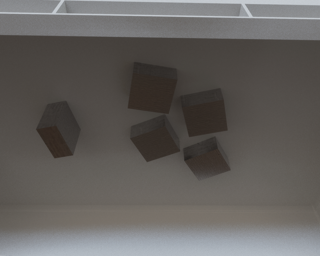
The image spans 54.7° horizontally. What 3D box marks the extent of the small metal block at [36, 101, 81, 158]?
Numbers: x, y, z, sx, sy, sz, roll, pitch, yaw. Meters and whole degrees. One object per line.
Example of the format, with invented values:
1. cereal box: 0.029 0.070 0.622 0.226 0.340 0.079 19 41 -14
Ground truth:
1. small metal block: -0.126 0.002 0.392 0.025 0.050 0.050 -10 130 8

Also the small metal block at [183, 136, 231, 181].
1. small metal block: 0.068 0.045 0.449 0.050 0.025 0.050 -23 127 18

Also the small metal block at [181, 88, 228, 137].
1. small metal block: 0.057 -0.019 0.394 0.050 0.025 0.050 -11 130 8

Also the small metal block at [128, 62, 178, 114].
1. small metal block: -0.010 -0.047 0.369 0.050 0.025 0.050 8 130 -7

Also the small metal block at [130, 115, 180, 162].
1. small metal block: -0.006 0.015 0.422 0.050 0.025 0.050 -19 128 15
